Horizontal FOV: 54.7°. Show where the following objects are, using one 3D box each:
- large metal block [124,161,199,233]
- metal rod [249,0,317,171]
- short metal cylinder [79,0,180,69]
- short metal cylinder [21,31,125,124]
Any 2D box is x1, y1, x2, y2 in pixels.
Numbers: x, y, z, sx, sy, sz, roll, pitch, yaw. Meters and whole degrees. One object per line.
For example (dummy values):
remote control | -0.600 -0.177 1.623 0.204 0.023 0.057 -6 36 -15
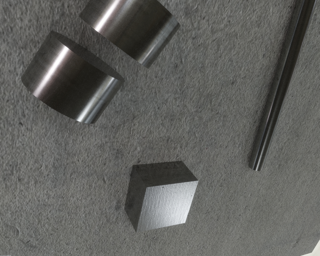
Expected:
large metal block | 0.000 0.098 0.451 0.081 0.050 0.079 -2 119 -28
metal rod | 0.181 -0.062 0.467 0.025 0.025 0.298 -8 122 -24
short metal cylinder | -0.028 -0.101 0.294 0.080 0.080 0.050 31 101 -38
short metal cylinder | -0.081 -0.048 0.297 0.080 0.080 0.050 29 102 -38
